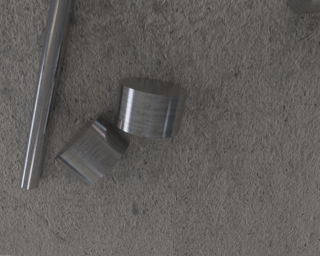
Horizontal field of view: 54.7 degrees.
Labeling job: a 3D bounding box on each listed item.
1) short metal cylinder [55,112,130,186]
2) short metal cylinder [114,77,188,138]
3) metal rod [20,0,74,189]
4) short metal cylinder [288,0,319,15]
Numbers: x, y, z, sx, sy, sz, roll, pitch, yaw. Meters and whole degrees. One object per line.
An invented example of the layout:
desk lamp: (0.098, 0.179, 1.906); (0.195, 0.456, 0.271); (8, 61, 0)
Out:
short metal cylinder: (-0.084, 0.026, 0.389); (0.080, 0.080, 0.050); (-41, 105, 13)
short metal cylinder: (-0.011, -0.026, 0.371); (0.081, 0.080, 0.050); (9, 110, -4)
metal rod: (-0.141, -0.054, 0.388); (0.025, 0.025, 0.298); (16, 109, -6)
short metal cylinder: (0.172, -0.163, 0.322); (0.050, 0.080, 0.079); (-5, 110, 2)
